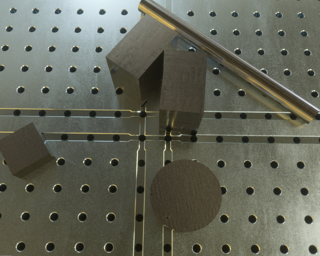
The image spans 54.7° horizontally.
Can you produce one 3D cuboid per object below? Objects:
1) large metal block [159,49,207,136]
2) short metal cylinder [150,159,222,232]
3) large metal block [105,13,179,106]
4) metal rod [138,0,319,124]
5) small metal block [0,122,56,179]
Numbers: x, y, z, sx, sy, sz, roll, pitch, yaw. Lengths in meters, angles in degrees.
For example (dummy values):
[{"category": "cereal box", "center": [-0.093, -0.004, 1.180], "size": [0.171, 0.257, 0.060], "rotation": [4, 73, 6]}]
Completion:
[{"category": "large metal block", "center": [0.028, -0.043, 0.398], "size": [0.050, 0.080, 0.080], "rotation": [6, 70, 2]}, {"category": "short metal cylinder", "center": [0.029, 0.082, 0.369], "size": [0.081, 0.050, 0.080], "rotation": [0, 70, 0]}, {"category": "large metal block", "center": [-0.021, -0.088, 0.415], "size": [0.050, 0.080, 0.080], "rotation": [35, 74, 11]}, {"category": "metal rod", "center": [0.091, -0.104, 0.450], "size": [0.300, 0.025, 0.025], "rotation": [37, 74, 12]}, {"category": "small metal block", "center": [-0.172, 0.029, 0.399], "size": [0.050, 0.025, 0.050], "rotation": [-31, 73, -11]}]
